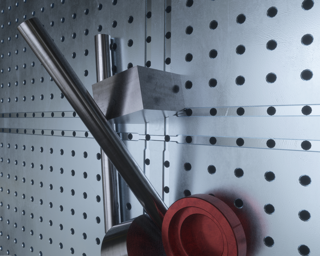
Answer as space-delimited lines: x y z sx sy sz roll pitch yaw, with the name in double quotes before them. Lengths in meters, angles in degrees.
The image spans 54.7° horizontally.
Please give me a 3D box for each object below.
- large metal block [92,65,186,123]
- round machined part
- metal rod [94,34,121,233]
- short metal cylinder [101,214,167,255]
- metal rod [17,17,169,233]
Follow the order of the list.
"large metal block" -0.026 -0.038 0.393 0.080 0.081 0.050 -14 81 39
"round machined part" 0.053 0.124 0.353 0.098 0.042 0.097 0 90 39
"metal rod" -0.079 0.007 0.472 0.025 0.025 0.298 -6 86 39
"short metal cylinder" -0.027 0.156 0.394 0.050 0.081 0.080 -32 71 35
"metal rod" -0.064 0.010 0.367 0.025 0.025 0.299 -24 105 37
